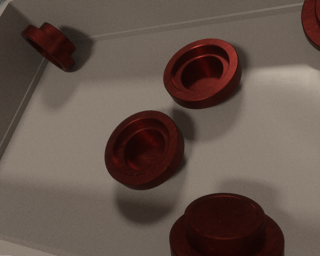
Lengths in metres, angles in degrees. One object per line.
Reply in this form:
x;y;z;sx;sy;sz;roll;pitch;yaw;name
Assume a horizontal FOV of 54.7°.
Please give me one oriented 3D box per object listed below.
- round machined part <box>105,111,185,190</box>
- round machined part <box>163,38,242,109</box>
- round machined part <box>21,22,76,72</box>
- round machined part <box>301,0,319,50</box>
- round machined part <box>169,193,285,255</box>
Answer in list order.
-0.015;0.030;0.383;0.098;0.042;0.098;-13;56;20;round machined part
0.058;-0.065;0.404;0.098;0.042;0.098;-13;56;20;round machined part
-0.188;-0.146;0.545;0.098;0.098;0.042;30;78;37;round machined part
0.209;-0.131;0.341;0.098;0.042;0.097;-1;88;28;round machined part
0.057;0.092;0.273;0.099;0.042;0.098;-6;18;2;round machined part
